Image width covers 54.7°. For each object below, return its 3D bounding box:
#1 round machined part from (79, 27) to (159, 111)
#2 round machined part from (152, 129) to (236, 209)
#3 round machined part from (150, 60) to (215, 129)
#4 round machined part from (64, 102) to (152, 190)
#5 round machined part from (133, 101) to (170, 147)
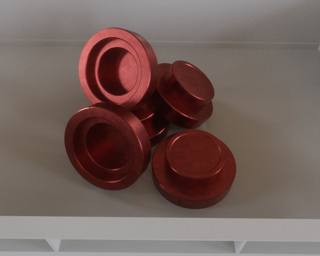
[{"bbox_3d":[-0.045,-0.068,0.372,0.098,0.097,0.042,26,19,20],"label":"round machined part"},{"bbox_3d":[0.039,0.040,0.361,0.099,0.042,0.098,0,50,0],"label":"round machined part"},{"bbox_3d":[0.032,-0.050,0.407,0.099,0.042,0.098,24,41,-23],"label":"round machined part"},{"bbox_3d":[-0.054,0.017,0.350,0.098,0.097,0.042,20,26,15],"label":"round machined part"},{"bbox_3d":[-0.035,-0.020,0.410,0.099,0.042,0.098,0,50,0],"label":"round machined part"}]
